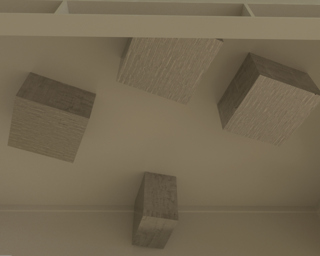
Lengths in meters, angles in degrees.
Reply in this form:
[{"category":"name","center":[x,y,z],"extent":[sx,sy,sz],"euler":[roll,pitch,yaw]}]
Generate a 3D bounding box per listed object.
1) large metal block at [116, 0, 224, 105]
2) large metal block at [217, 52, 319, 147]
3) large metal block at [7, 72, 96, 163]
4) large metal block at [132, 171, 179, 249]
[{"category":"large metal block","center":[0.007,-0.081,0.324],"extent":[0.081,0.050,0.079],"euler":[18,128,-15]},{"category":"large metal block","center":[0.125,-0.031,0.367],"extent":[0.081,0.050,0.079],"euler":[16,128,-13]},{"category":"large metal block","center":[-0.133,-0.011,0.382],"extent":[0.081,0.050,0.079],"euler":[18,128,-15]},{"category":"large metal block","center":[-0.009,0.128,0.481],"extent":[0.050,0.080,0.079],"euler":[11,129,-9]}]
